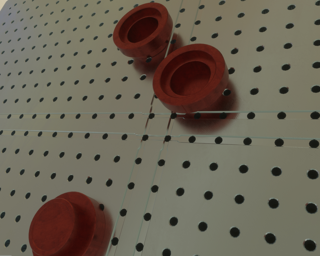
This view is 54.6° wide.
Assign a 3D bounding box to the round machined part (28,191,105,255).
[{"bbox_3d":[-0.122,0.126,0.385,0.098,0.042,0.098,-13,56,21],"label":"round machined part"}]

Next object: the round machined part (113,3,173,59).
[{"bbox_3d":[-0.024,-0.153,0.505,0.098,0.042,0.098,-13,56,21],"label":"round machined part"}]

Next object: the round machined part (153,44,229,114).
[{"bbox_3d":[0.043,-0.061,0.413,0.098,0.042,0.098,-13,57,21],"label":"round machined part"}]
